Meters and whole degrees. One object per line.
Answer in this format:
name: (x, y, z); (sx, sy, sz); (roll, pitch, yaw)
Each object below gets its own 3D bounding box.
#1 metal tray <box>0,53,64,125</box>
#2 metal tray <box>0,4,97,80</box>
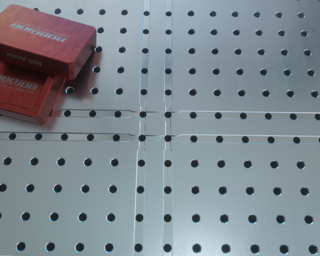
metal tray: (-0.209, -0.064, 0.429); (0.131, 0.030, 0.090); (14, 70, 4)
metal tray: (-0.165, -0.122, 0.430); (0.131, 0.030, 0.090); (16, 50, 1)
